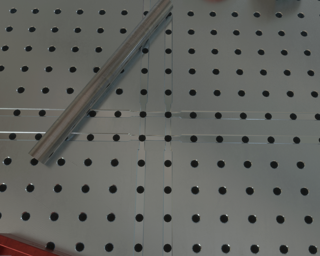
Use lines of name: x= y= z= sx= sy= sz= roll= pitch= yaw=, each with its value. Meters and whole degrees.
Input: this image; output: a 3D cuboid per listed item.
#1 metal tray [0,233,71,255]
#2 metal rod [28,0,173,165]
metal tray: x=-0.141 y=0.180 z=0.341 sx=0.131 sy=0.030 sz=0.090 roll=17 pitch=71 yaw=5
metal rod: x=-0.074 y=-0.077 z=0.438 sx=0.025 sy=0.025 sz=0.300 roll=32 pitch=73 yaw=11
